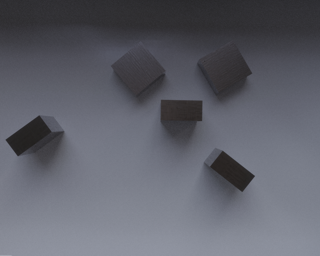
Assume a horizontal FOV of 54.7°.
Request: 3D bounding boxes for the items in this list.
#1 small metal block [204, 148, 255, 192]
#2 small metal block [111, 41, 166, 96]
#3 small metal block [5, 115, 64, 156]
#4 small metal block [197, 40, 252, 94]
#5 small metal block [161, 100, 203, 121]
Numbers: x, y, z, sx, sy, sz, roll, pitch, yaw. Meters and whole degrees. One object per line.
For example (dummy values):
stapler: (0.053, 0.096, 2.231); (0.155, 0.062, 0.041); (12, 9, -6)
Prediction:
small metal block: (0.088, 0.052, 0.400); (0.050, 0.050, 0.025); (38, 90, -1)
small metal block: (-0.028, -0.077, 0.411); (0.050, 0.025, 0.050); (-40, 91, 0)
small metal block: (-0.158, 0.009, 0.397); (0.050, 0.050, 0.025); (-36, 90, 0)
small metal block: (0.085, -0.080, 0.413); (0.050, 0.025, 0.050); (-30, 90, -1)
small metal block: (0.026, -0.021, 0.399); (0.050, 0.050, 0.025); (1, 90, -1)
